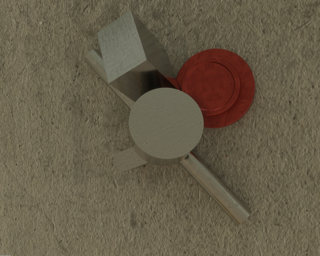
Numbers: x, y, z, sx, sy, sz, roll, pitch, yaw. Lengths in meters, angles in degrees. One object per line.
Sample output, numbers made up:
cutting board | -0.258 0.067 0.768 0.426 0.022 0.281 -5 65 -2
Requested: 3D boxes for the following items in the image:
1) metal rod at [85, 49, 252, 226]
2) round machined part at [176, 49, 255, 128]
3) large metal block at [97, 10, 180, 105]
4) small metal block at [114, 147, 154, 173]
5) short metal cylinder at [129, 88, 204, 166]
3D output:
metal rod | 0.002 0.003 0.409 0.025 0.025 0.300 -47 76 14
round machined part | 0.064 -0.048 0.377 0.098 0.042 0.097 0 90 19
large metal block | -0.025 -0.079 0.378 0.050 0.080 0.080 -28 59 19
small metal block | -0.024 0.036 0.405 0.050 0.050 0.025 -22 82 18
short metal cylinder | 0.005 0.000 0.355 0.081 0.050 0.080 1 74 -4
